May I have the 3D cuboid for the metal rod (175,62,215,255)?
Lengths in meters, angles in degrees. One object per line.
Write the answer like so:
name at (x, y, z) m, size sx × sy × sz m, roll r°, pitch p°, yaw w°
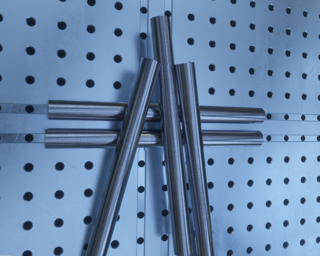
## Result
metal rod at (0.050, 0.065, 0.412) m, size 0.025 × 0.025 × 0.298 m, roll -11°, pitch 101°, yaw -20°

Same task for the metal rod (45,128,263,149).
metal rod at (0.007, 0.014, 0.417) m, size 0.303 × 0.025 × 0.025 m, roll 1°, pitch 90°, yaw -21°

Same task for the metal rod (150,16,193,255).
metal rod at (0.015, 0.012, 0.393) m, size 0.025 × 0.025 × 0.298 m, roll -7°, pitch 93°, yaw -20°

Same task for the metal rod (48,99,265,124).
metal rod at (0.010, -0.020, 0.418) m, size 0.303 × 0.025 × 0.025 m, roll 1°, pitch 90°, yaw -21°

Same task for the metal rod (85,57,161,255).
metal rod at (-0.052, 0.063, 0.375) m, size 0.025 × 0.025 × 0.298 m, roll 15°, pitch 92°, yaw -20°
